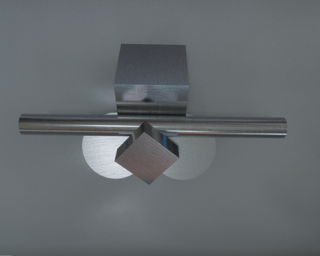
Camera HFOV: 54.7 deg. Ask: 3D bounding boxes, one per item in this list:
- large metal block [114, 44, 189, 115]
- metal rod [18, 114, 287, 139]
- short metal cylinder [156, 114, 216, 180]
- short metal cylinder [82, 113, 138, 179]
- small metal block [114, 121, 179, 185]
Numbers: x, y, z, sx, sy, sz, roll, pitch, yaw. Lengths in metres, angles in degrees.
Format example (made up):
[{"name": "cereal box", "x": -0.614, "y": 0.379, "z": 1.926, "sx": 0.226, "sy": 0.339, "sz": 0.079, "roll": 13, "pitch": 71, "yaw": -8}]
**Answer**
[{"name": "large metal block", "x": -0.009, "y": -0.058, "z": 0.377, "sx": 0.081, "sy": 0.050, "sz": 0.080, "roll": 1, "pitch": 47, "yaw": 0}, {"name": "metal rod", "x": -0.007, "y": -0.002, "z": 0.360, "sx": 0.302, "sy": 0.025, "sz": 0.025, "roll": 1, "pitch": 90, "yaw": -1}, {"name": "short metal cylinder", "x": 0.027, "y": 0.023, "z": 0.398, "sx": 0.081, "sy": 0.050, "sz": 0.079, "roll": 0, "pitch": 90, "yaw": -1}, {"name": "short metal cylinder", "x": -0.053, "y": 0.021, "z": 0.397, "sx": 0.081, "sy": 0.050, "sz": 0.079, "roll": 0, "pitch": 90, "yaw": -1}, {"name": "small metal block", "x": -0.014, "y": 0.029, "z": 0.349, "sx": 0.050, "sy": 0.025, "sz": 0.050, "roll": 38, "pitch": 112, "yaw": -19}]
